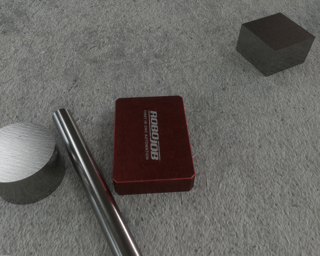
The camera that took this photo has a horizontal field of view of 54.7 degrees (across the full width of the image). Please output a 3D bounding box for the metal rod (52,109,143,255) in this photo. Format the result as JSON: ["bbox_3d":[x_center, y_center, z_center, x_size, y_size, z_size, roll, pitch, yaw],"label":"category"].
[{"bbox_3d":[-0.059,0.084,0.331,0.025,0.025,0.300,-23,54,-18],"label":"metal rod"}]

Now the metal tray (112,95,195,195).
[{"bbox_3d":[-0.010,0.016,0.386,0.091,0.030,0.130,-3,50,-3],"label":"metal tray"}]

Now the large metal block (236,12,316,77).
[{"bbox_3d":[0.185,-0.138,0.505,0.081,0.050,0.080,-21,54,-17],"label":"large metal block"}]

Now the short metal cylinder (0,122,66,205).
[{"bbox_3d":[-0.154,0.039,0.352,0.081,0.050,0.080,0,50,0],"label":"short metal cylinder"}]
